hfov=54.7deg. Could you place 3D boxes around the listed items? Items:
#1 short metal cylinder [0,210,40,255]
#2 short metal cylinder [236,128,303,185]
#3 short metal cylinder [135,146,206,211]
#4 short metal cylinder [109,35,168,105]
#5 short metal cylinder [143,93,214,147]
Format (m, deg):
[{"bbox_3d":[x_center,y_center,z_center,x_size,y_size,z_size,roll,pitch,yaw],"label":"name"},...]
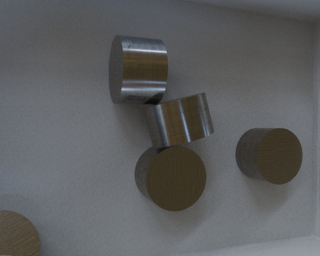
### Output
[{"bbox_3d":[-0.168,0.130,0.321,0.081,0.050,0.080,8,65,-18],"label":"short metal cylinder"},{"bbox_3d":[0.161,0.040,0.459,0.081,0.050,0.079,0,90,-21],"label":"short metal cylinder"},{"bbox_3d":[0.013,0.062,0.403,0.081,0.050,0.079,0,90,-21],"label":"short metal cylinder"},{"bbox_3d":[-0.029,-0.068,0.371,0.050,0.080,0.079,0,90,-20],"label":"short metal cylinder"},{"bbox_3d":[0.023,-0.011,0.391,0.081,0.080,0.050,-16,96,-20],"label":"short metal cylinder"}]
